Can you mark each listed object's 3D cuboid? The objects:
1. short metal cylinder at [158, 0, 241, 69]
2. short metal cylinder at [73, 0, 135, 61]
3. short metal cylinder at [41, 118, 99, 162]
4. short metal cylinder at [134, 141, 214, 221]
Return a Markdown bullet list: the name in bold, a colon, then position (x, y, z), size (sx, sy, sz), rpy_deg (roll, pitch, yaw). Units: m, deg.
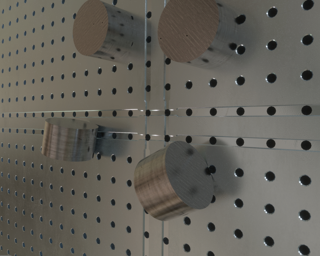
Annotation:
- **short metal cylinder**: position (0.044, -0.111, 0.355), size (0.080, 0.050, 0.079), rpy_deg (0, 90, 39)
- **short metal cylinder**: position (-0.084, -0.143, 0.460), size (0.080, 0.050, 0.079), rpy_deg (0, 90, 39)
- **short metal cylinder**: position (-0.141, 0.017, 0.487), size (0.080, 0.081, 0.050), rpy_deg (17, 101, 38)
- **short metal cylinder**: position (0.017, 0.061, 0.358), size (0.050, 0.081, 0.080), rpy_deg (-31, 71, 35)
